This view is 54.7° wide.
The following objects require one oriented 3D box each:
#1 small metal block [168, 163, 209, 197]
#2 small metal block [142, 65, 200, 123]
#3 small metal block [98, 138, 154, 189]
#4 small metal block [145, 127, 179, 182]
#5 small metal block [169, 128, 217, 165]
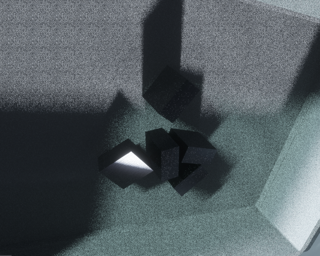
[{"bbox_3d":[0.033,0.062,0.451,0.050,0.050,0.025,-40,130,-1],"label":"small metal block"},{"bbox_3d":[0.012,-0.042,0.375,0.025,0.050,0.050,33,100,-39],"label":"small metal block"},{"bbox_3d":[-0.045,0.048,0.408,0.050,0.025,0.050,-33,131,12],"label":"small metal block"},{"bbox_3d":[0.002,0.035,0.417,0.025,0.050,0.050,-15,125,-21],"label":"small metal block"},{"bbox_3d":[0.043,0.026,0.434,0.050,0.050,0.025,8,114,-33],"label":"small metal block"}]
